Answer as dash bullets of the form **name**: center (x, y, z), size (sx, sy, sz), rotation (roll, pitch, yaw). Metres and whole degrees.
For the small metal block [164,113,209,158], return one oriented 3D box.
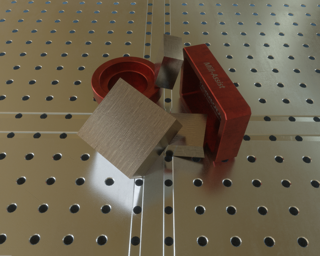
- **small metal block**: center (0.034, 0.009, 0.394), size (0.050, 0.025, 0.050), rotation (2, 54, 16)

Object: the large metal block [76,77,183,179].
- **large metal block**: center (-0.033, 0.002, 0.360), size (0.080, 0.050, 0.080), rotation (38, 90, 14)

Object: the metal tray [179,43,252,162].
- **metal tray**: center (0.063, -0.034, 0.394), size (0.030, 0.089, 0.130), rotation (-14, 52, -12)

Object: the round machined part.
- **round machined part**: center (-0.045, -0.055, 0.442), size (0.099, 0.042, 0.098), rotation (0, 50, 0)

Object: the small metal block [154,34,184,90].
- **small metal block**: center (0.011, -0.088, 0.412), size (0.025, 0.050, 0.050), rotation (9, 48, -11)
